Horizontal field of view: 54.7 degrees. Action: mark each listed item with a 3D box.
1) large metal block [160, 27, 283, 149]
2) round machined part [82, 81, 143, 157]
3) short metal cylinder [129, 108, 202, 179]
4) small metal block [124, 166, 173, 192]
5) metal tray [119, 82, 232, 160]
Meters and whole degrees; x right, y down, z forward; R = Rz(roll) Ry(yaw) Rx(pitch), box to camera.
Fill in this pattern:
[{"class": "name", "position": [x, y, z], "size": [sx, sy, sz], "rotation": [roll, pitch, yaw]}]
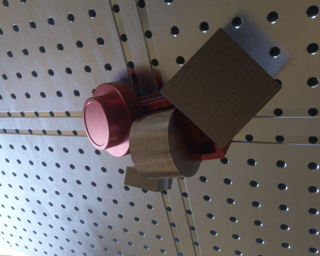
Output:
[{"class": "large metal block", "position": [0.057, -0.038, 0.311], "size": [0.080, 0.050, 0.080], "rotation": [43, 92, -3]}, {"class": "round machined part", "position": [-0.065, -0.009, 0.400], "size": [0.098, 0.042, 0.097], "rotation": [21, 119, 46]}, {"class": "short metal cylinder", "position": [0.009, 0.019, 0.362], "size": [0.050, 0.080, 0.080], "rotation": [-10, 114, 31]}, {"class": "small metal block", "position": [-0.015, 0.071, 0.439], "size": [0.050, 0.050, 0.025], "rotation": [8, 88, 25]}, {"class": "metal tray", "position": [0.014, 0.001, 0.398], "size": [0.130, 0.030, 0.090], "rotation": [-12, 113, 33]}]
